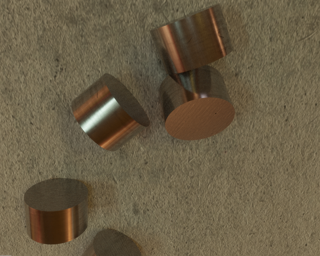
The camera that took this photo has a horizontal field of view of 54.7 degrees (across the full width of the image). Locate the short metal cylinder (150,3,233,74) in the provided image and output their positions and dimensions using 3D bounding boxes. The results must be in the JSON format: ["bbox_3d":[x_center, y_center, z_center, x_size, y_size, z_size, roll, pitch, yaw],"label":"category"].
[{"bbox_3d":[0.035,-0.099,0.344,0.080,0.080,0.050,-20,109,7],"label":"short metal cylinder"}]

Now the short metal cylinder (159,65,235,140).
[{"bbox_3d":[0.042,-0.028,0.367,0.081,0.050,0.080,-7,145,-5],"label":"short metal cylinder"}]

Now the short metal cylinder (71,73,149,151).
[{"bbox_3d":[-0.058,-0.019,0.373,0.050,0.080,0.080,-37,106,12],"label":"short metal cylinder"}]

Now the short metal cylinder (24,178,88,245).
[{"bbox_3d":[-0.139,0.110,0.420,0.081,0.080,0.050,4,110,-2],"label":"short metal cylinder"}]

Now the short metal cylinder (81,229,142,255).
[{"bbox_3d":[-0.073,0.197,0.452,0.080,0.080,0.050,31,107,-11],"label":"short metal cylinder"}]
